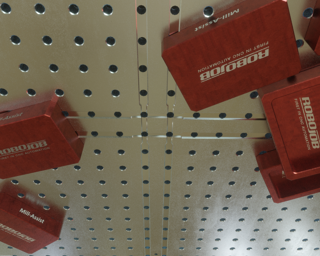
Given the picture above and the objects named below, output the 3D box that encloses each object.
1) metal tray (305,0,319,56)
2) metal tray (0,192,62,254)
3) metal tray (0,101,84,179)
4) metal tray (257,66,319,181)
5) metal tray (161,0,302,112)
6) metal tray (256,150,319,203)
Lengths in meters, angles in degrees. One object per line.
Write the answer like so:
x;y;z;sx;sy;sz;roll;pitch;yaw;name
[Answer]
0.226;-0.119;0.309;0.131;0.030;0.089;0;130;-1;metal tray
-0.255;0.174;0.554;0.090;0.030;0.130;-33;123;24;metal tray
-0.184;0.020;0.424;0.130;0.030;0.090;-13;129;10;metal tray
0.185;-0.004;0.384;0.090;0.030;0.130;-19;113;16;metal tray
0.078;-0.079;0.341;0.130;0.030;0.090;-21;127;16;metal tray
0.220;0.060;0.460;0.130;0.030;0.090;-21;127;17;metal tray
